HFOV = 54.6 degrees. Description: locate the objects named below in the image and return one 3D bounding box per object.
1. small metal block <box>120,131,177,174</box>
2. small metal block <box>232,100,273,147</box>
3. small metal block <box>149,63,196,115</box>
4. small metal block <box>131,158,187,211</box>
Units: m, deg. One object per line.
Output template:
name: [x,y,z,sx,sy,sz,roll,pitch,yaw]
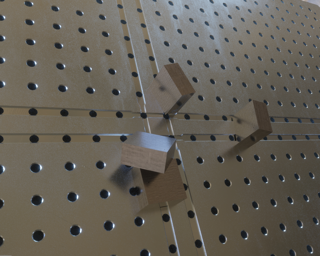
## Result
small metal block: [-0.012,0.026,0.358,0.050,0.025,0.050,11,17,11]
small metal block: [0.139,-0.006,0.470,0.025,0.050,0.050,12,57,-22]
small metal block: [0.016,-0.054,0.433,0.025,0.050,0.050,-19,72,-35]
small metal block: [-0.002,0.066,0.367,0.050,0.025,0.050,-2,63,-29]
